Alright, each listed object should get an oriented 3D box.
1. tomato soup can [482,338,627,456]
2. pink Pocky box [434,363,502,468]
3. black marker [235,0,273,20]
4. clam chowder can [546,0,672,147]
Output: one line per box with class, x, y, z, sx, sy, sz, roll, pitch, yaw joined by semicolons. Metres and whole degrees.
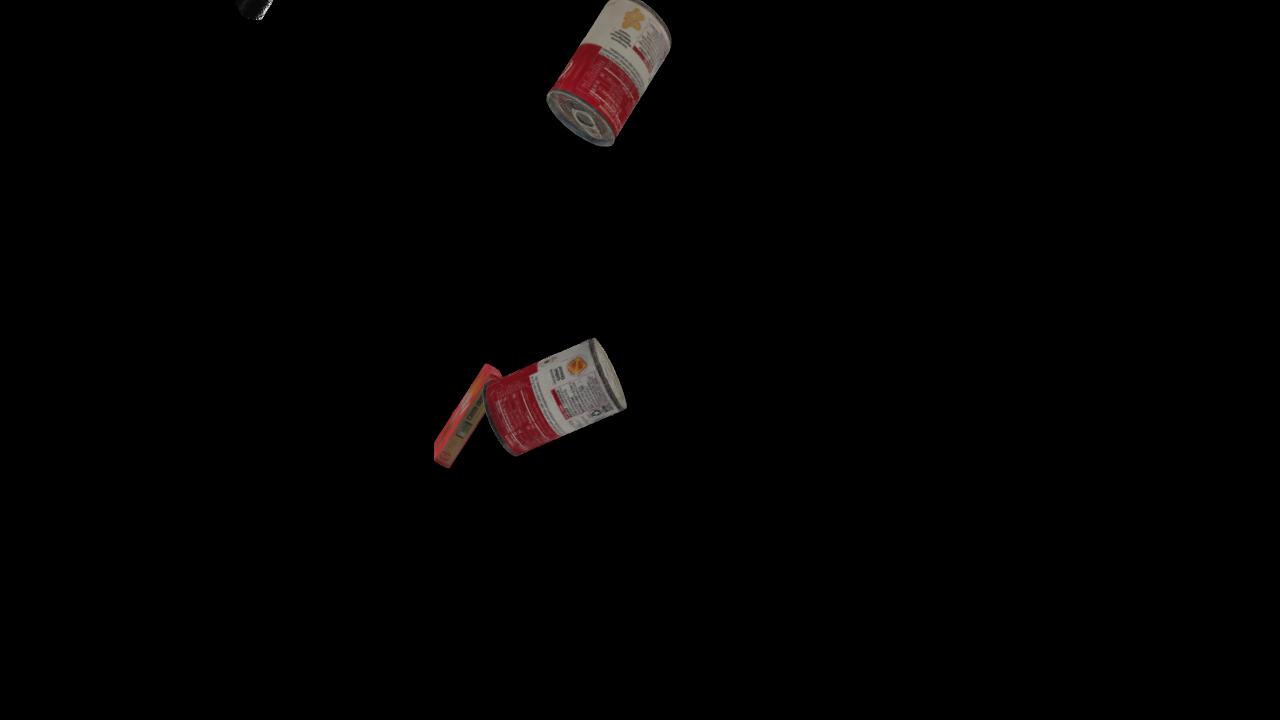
tomato soup can;-0.070;0.030;0.513;0.101;0.068;0.068;-24;-2;5
pink Pocky box;-0.262;0.082;0.938;0.029;0.155;0.084;33;-1;-22
black marker;-0.243;-0.277;0.423;0.121;0.020;0.020;-26;-13;29
clam chowder can;-0.025;-0.246;0.527;0.068;0.102;0.068;31;-5;3
